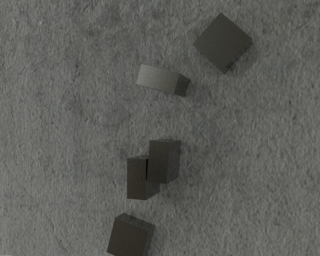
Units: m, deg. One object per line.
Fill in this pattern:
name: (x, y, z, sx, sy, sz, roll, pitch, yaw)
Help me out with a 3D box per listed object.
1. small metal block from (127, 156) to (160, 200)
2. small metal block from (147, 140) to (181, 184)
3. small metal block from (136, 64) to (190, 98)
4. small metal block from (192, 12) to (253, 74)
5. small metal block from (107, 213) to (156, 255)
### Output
small metal block: (-0.020, 0.062, 0.402, 0.025, 0.050, 0.050, 0, 90, 20)
small metal block: (0.006, 0.040, 0.393, 0.025, 0.050, 0.050, 5, 92, 20)
small metal block: (0.005, -0.059, 0.393, 0.050, 0.050, 0.025, 17, 96, 19)
small metal block: (0.077, -0.103, 0.381, 0.050, 0.025, 0.050, 46, 104, 14)
small metal block: (-0.039, 0.151, 0.422, 0.050, 0.025, 0.050, 16, 95, 19)
